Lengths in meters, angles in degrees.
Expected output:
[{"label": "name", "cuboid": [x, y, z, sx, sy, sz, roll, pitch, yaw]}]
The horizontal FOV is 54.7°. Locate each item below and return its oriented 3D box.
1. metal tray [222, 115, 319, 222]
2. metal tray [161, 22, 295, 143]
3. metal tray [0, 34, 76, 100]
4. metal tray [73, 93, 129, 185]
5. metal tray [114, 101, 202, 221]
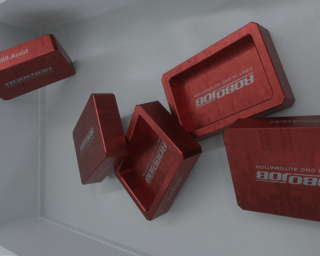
[{"label": "metal tray", "cuboid": [0.128, 0.036, 0.277, 0.130, 0.030, 0.089, -2, 110, 39]}, {"label": "metal tray", "cuboid": [0.068, -0.044, 0.345, 0.130, 0.030, 0.090, -25, 75, 37]}, {"label": "metal tray", "cuboid": [-0.213, -0.094, 0.496, 0.131, 0.090, 0.030, -22, 75, -3]}, {"label": "metal tray", "cuboid": [-0.090, 0.019, 0.442, 0.129, 0.030, 0.090, -45, 56, 53]}, {"label": "metal tray", "cuboid": [-0.009, 0.043, 0.385, 0.090, 0.030, 0.129, 49, 135, 28]}]
